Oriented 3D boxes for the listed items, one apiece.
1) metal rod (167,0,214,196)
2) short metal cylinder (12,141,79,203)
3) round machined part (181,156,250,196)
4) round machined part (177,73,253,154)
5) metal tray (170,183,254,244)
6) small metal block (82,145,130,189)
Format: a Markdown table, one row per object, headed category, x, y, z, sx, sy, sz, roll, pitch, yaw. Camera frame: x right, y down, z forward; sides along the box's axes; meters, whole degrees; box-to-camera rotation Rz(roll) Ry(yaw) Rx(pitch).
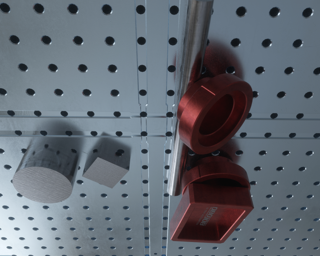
| category | x | y | z | sx | sy | sz | roll | pitch | yaw |
| --- | --- | --- | --- | --- | --- | --- | --- | --- | --- |
| metal rod | 0.032 | -0.014 | 0.399 | 0.025 | 0.025 | 0.298 | 2 | 130 | -2 |
| short metal cylinder | -0.163 | 0.065 | 0.449 | 0.081 | 0.050 | 0.079 | 0 | 130 | 0 |
| round machined part | 0.081 | 0.078 | 0.462 | 0.099 | 0.042 | 0.097 | -2 | 137 | -1 |
| round machined part | 0.059 | -0.020 | 0.363 | 0.099 | 0.042 | 0.097 | -27 | 139 | -26 |
| metal tray | 0.072 | 0.133 | 0.468 | 0.091 | 0.030 | 0.129 | 6 | 137 | -9 |
| small metal block | -0.080 | 0.058 | 0.460 | 0.050 | 0.025 | 0.050 | 28 | 125 | -22 |
